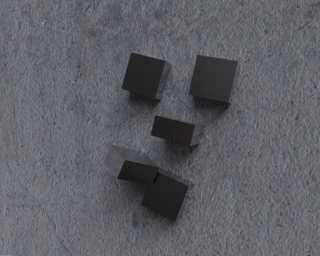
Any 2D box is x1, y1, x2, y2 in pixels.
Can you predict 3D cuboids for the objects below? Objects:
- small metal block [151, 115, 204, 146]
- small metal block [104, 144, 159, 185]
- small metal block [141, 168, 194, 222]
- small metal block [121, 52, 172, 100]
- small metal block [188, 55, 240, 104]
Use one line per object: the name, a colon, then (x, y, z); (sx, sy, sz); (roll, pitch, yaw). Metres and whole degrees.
small metal block: (0.023, 0.003, 0.387); (0.050, 0.050, 0.025); (15, 95, 19)
small metal block: (-0.037, 0.047, 0.398); (0.050, 0.050, 0.025); (35, 105, 56)
small metal block: (0.010, 0.086, 0.406); (0.050, 0.025, 0.050); (22, 97, 18)
small metal block: (-0.018, -0.069, 0.415); (0.050, 0.025, 0.050); (18, 96, 19)
small metal block: (0.068, -0.060, 0.385); (0.050, 0.025, 0.050); (14, 95, 19)
